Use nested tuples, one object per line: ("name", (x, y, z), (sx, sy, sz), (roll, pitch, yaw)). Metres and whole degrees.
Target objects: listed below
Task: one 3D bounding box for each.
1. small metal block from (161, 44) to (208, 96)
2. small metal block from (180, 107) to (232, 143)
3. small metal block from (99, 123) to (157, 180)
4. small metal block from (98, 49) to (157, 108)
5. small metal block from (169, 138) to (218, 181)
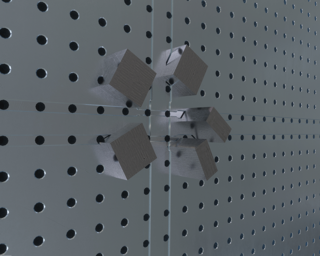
("small metal block", (0.036, -0.080, 0.438), (0.050, 0.025, 0.050), (36, 68, -34))
("small metal block", (0.066, -0.004, 0.447), (0.050, 0.050, 0.025), (45, 63, -31))
("small metal block", (-0.038, 0.027, 0.377), (0.050, 0.025, 0.050), (-34, 111, -35))
("small metal block", (-0.038, -0.059, 0.376), (0.050, 0.025, 0.050), (36, 68, -34))
("small metal block", (0.046, 0.042, 0.430), (0.025, 0.050, 0.050), (-34, 111, -35))
